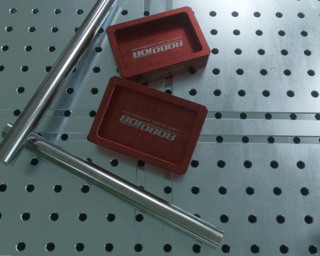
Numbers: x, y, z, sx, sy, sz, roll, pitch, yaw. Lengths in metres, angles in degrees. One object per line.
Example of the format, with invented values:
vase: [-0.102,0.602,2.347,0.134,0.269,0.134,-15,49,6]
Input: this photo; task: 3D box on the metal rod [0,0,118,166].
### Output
metal rod: [-0.130,-0.086,0.425,0.025,0.025,0.300,20,65,7]

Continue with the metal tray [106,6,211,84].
metal tray: [-0.003,-0.119,0.452,0.131,0.030,0.090,-17,71,-7]

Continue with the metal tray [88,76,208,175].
metal tray: [-0.015,-0.004,0.398,0.131,0.030,0.090,20,86,6]

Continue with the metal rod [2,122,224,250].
metal rod: [-0.065,0.068,0.386,0.301,0.025,0.025,26,72,8]
